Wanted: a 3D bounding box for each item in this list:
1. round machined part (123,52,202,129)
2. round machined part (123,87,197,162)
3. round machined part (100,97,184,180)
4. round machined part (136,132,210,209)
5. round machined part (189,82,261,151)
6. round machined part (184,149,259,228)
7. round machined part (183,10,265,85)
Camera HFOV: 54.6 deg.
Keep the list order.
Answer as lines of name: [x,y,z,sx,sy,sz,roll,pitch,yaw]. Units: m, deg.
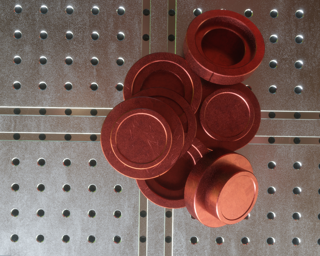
round machined part: [0.003,-0.046,0.405,0.099,0.042,0.097,0,90,0]
round machined part: [-0.004,-0.002,0.404,0.099,0.042,0.097,0,90,0]
round machined part: [-0.021,0.012,0.362,0.099,0.042,0.097,0,90,0]
round machined part: [0.018,0.051,0.405,0.099,0.042,0.097,0,90,0]
round machined part: [0.084,-0.016,0.405,0.099,0.042,0.097,0,90,0]
round machined part: [0.082,0.078,0.381,0.099,0.042,0.097,-9,108,-31]
round machined part: [0.078,-0.097,0.394,0.099,0.042,0.098,2,69,-6]
